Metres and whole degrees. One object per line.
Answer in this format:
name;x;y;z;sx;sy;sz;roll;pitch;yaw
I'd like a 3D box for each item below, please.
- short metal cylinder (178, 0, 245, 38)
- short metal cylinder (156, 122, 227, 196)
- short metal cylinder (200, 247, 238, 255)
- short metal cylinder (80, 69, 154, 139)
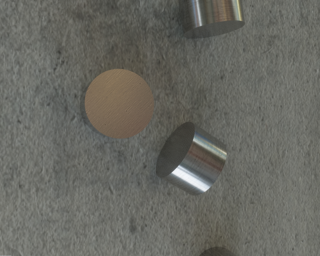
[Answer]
short metal cylinder;0.067;-0.153;0.406;0.081;0.080;0.050;-10;94;-20
short metal cylinder;0.038;0.039;0.395;0.050;0.080;0.080;32;80;-18
short metal cylinder;0.089;0.214;0.431;0.081;0.050;0.079;0;90;-21
short metal cylinder;-0.053;-0.028;0.377;0.081;0.050;0.079;0;90;-21
